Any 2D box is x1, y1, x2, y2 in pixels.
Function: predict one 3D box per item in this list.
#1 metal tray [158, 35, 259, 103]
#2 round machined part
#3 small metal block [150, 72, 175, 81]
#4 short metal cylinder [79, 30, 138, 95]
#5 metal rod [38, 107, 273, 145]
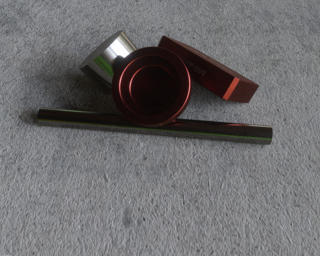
[{"bbox_3d":[0.066,-0.082,0.438,0.130,0.030,0.091,38,21,27],"label":"metal tray"},{"bbox_3d":[-0.008,-0.050,0.395,0.098,0.042,0.097,-1,85,12],"label":"round machined part"},{"bbox_3d":[-0.001,-0.066,0.442,0.050,0.050,0.025,19,53,15],"label":"small metal block"},{"bbox_3d":[-0.068,-0.093,0.441,0.080,0.050,0.080,-33,26,19],"label":"short metal cylinder"},{"bbox_3d":[-0.009,-0.003,0.407,0.302,0.025,0.025,5,50,4],"label":"metal rod"}]
